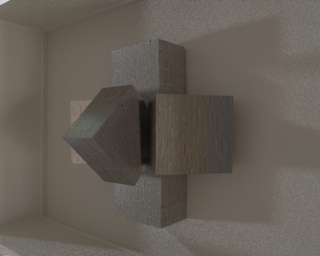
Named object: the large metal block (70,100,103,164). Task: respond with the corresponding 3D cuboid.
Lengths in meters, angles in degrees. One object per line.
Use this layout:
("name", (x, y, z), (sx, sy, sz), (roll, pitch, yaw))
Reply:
("large metal block", (-0.085, 0.005, 0.430), (0.050, 0.080, 0.080), (-1, 90, 4))

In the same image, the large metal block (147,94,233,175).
("large metal block", (0.031, 0.006, 0.335), (0.050, 0.081, 0.079), (-174, 84, -78))

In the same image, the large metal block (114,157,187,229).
("large metal block", (-0.013, 0.075, 0.400), (0.080, 0.050, 0.080), (1, 91, 40))

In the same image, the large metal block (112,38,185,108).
("large metal block", (-0.016, -0.062, 0.398), (0.080, 0.050, 0.080), (-2, 89, 40))

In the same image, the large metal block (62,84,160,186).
("large metal block", (-0.049, 0.008, 0.358), (0.050, 0.080, 0.080), (-1, 46, 39))
